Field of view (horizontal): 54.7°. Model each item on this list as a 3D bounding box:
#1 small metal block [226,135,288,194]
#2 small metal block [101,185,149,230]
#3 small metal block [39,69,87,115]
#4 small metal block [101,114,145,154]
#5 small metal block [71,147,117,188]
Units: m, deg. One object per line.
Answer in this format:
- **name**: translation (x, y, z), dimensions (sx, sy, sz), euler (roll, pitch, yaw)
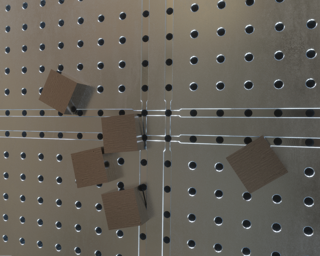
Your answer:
- **small metal block**: translation (0.116, 0.043, 0.372), dimensions (0.050, 0.025, 0.050), euler (-35, 79, 16)
- **small metal block**: translation (-0.048, 0.110, 0.429), dimensions (0.050, 0.025, 0.050), euler (-14, 85, 19)
- **small metal block**: translation (-0.145, -0.053, 0.462), dimensions (0.050, 0.025, 0.050), euler (28, 99, 17)
- **small metal block**: translation (-0.051, 0.008, 0.430), dimensions (0.050, 0.025, 0.050), euler (-6, 88, 19)
- **small metal block**: translation (-0.095, 0.056, 0.445), dimensions (0.050, 0.025, 0.050), euler (-14, 86, 19)
